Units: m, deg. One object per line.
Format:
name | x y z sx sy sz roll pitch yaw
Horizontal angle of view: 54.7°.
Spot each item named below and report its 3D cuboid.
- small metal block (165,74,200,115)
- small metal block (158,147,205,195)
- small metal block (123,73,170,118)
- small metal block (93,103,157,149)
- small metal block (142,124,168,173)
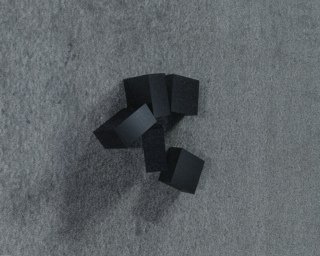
small metal block | 0.027 -0.044 0.430 0.050 0.025 0.050 6 86 -40
small metal block | 0.031 0.060 0.433 0.050 0.025 0.050 32 70 -36
small metal block | -0.017 -0.038 0.376 0.025 0.050 0.050 -13 98 -40
small metal block | -0.041 -0.002 0.355 0.050 0.050 0.025 -43 111 -32
small metal block | -0.007 0.023 0.381 0.025 0.050 0.050 -6 97 -2
